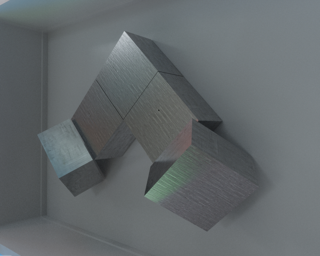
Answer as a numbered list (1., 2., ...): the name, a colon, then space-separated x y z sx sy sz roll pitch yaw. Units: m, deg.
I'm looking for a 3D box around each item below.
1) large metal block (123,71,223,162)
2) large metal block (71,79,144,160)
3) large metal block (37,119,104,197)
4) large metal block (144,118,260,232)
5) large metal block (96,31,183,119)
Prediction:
1. large metal block: 0.013 -0.009 0.377 0.080 0.050 0.080 -51 60 28
2. large metal block: -0.075 -0.012 0.450 0.080 0.050 0.080 -51 60 28
3. large metal block: -0.134 0.047 0.471 0.080 0.050 0.080 54 164 26
4. large metal block: 0.042 0.050 0.326 0.080 0.050 0.080 32 118 -12
5. large metal block: -0.030 -0.067 0.413 0.080 0.050 0.080 -51 60 28
